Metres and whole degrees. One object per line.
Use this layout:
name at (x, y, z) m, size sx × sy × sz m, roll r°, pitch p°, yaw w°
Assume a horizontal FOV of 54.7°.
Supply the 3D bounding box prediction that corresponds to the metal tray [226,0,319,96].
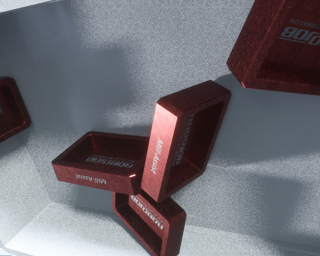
metal tray at (0.129, -0.071, 0.243) m, size 0.131 × 0.030 × 0.089 m, roll 2°, pitch 131°, yaw -22°

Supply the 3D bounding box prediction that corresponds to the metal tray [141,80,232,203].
metal tray at (0.028, 0.016, 0.357) m, size 0.030 × 0.091 × 0.129 m, roll 36°, pitch 132°, yaw 30°

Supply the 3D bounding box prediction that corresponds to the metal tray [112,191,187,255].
metal tray at (-0.022, 0.121, 0.453) m, size 0.130 × 0.030 × 0.089 m, roll 35°, pitch 132°, yaw 38°

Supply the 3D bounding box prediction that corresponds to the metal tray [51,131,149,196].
metal tray at (-0.069, 0.043, 0.427) m, size 0.130 × 0.090 × 0.030 m, roll 5°, pitch 121°, yaw 25°

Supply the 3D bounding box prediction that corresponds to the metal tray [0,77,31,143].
metal tray at (-0.273, -0.015, 0.471) m, size 0.030 × 0.131 × 0.089 m, roll 8°, pitch 122°, yaw 34°
